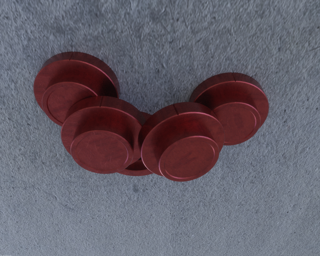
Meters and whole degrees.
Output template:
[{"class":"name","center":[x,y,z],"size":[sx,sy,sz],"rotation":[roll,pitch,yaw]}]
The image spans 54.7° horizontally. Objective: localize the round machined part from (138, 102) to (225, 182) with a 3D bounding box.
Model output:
[{"class":"round machined part","center":[0.027,0.022,0.348],"size":[0.099,0.042,0.097],"rotation":[-9,130,-10]}]

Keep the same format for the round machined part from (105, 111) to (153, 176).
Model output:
[{"class":"round machined part","center":[-0.032,0.016,0.411],"size":[0.099,0.042,0.097],"rotation":[-1,130,0]}]

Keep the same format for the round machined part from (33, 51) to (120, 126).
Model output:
[{"class":"round machined part","center":[-0.098,-0.036,0.364],"size":[0.099,0.042,0.097],"rotation":[-1,130,0]}]

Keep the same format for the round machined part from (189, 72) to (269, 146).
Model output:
[{"class":"round machined part","center":[0.086,-0.016,0.384],"size":[0.099,0.042,0.097],"rotation":[-1,130,0]}]

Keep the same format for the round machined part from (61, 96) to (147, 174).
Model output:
[{"class":"round machined part","center":[-0.063,0.015,0.354],"size":[0.099,0.042,0.097],"rotation":[-1,130,0]}]
